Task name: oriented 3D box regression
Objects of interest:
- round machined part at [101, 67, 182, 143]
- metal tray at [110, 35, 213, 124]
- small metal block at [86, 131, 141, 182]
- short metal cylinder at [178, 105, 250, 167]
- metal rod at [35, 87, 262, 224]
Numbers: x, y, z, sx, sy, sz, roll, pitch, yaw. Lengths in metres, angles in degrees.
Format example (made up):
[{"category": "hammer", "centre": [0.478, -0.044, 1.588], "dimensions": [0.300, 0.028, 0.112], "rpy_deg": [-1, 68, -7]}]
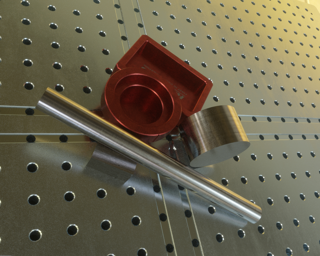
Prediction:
[{"category": "round machined part", "centre": [-0.026, -0.025, 0.389], "dimensions": [0.099, 0.042, 0.098], "rpy_deg": [12, 57, -19]}, {"category": "metal tray", "centre": [0.006, -0.068, 0.450], "dimensions": [0.130, 0.030, 0.090], "rpy_deg": [34, 51, -6]}, {"category": "small metal block", "centre": [-0.052, 0.028, 0.364], "dimensions": [0.050, 0.025, 0.050], "rpy_deg": [25, 53, -13]}, {"category": "short metal cylinder", "centre": [0.069, 0.012, 0.403], "dimensions": [0.081, 0.080, 0.050], "rpy_deg": [-4, 64, -30]}, {"category": "metal rod", "centre": [0.004, 0.042, 0.360], "dimensions": [0.301, 0.025, 0.025], "rpy_deg": [31, 51, -20]}]
